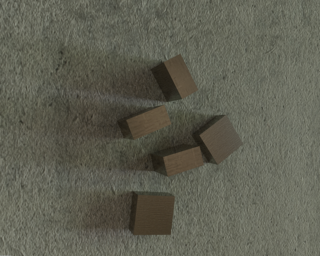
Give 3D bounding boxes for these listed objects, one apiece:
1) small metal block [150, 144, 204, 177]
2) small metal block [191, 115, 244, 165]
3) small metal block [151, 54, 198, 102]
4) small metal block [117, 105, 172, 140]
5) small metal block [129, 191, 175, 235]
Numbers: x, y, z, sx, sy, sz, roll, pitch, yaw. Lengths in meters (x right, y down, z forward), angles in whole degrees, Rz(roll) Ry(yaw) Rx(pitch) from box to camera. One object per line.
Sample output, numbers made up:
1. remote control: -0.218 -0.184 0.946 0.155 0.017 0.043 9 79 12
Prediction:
1. small metal block: 0.021 0.041 0.403 0.050 0.050 0.025 -15 95 -19
2. small metal block: 0.082 0.016 0.439 0.050 0.025 0.050 -36 102 -16
3. small metal block: 0.018 -0.063 0.402 0.025 0.050 0.050 -31 100 -17
4. small metal block: -0.021 -0.007 0.388 0.050 0.050 0.025 -23 98 -19
5. small metal block: -0.011 0.111 0.405 0.050 0.025 0.050 7 88 -20
